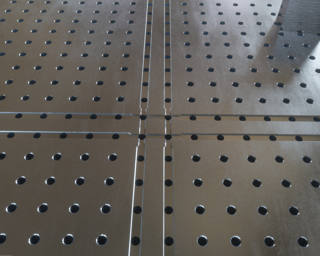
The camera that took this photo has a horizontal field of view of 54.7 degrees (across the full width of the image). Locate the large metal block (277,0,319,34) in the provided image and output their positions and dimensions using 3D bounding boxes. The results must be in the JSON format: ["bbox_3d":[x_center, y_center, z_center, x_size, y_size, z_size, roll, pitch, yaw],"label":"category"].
[{"bbox_3d":[0.268,-0.221,0.562,0.080,0.080,0.050,7,51,5],"label":"large metal block"}]
